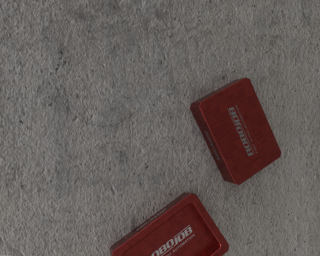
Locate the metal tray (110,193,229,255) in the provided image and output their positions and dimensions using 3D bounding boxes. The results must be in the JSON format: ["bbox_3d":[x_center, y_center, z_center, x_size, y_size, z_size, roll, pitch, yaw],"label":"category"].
[{"bbox_3d":[0.013,0.156,0.402,0.131,0.030,0.090,-33,90,-17],"label":"metal tray"}]

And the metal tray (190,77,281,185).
[{"bbox_3d":[0.111,0.004,0.447,0.091,0.030,0.129,-29,100,-18],"label":"metal tray"}]
